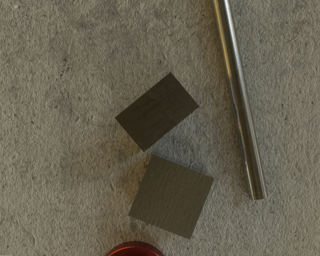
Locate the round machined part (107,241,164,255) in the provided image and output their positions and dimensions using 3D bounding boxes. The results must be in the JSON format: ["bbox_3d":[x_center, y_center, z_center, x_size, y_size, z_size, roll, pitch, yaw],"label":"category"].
[{"bbox_3d":[-0.034,0.203,0.401,0.099,0.042,0.097,0,90,0],"label":"round machined part"}]

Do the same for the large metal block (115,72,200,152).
[{"bbox_3d":[-0.003,-0.018,0.382,0.080,0.080,0.050,-40,90,0],"label":"large metal block"}]

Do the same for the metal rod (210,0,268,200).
[{"bbox_3d":[0.102,-0.055,0.410,0.025,0.025,0.298,-11,90,0],"label":"metal rod"}]

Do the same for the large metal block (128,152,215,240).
[{"bbox_3d":[0.014,0.083,0.398,0.080,0.050,0.080,22,90,0],"label":"large metal block"}]
